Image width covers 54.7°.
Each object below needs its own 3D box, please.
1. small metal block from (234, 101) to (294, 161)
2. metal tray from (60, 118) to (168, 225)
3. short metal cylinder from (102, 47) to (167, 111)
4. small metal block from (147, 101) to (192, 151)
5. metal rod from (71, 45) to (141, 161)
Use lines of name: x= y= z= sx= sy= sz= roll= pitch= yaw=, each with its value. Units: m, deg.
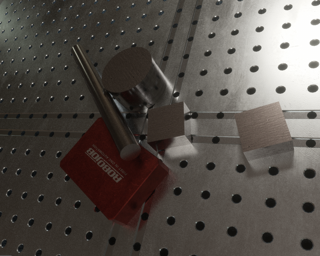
small metal block: x=0.115 y=0.004 z=0.345 sx=0.050 sy=0.025 sz=0.050 roll=-17 pitch=55 yaw=18
metal tray: x=-0.064 y=0.051 z=0.406 sx=0.130 sy=0.030 sz=0.090 roll=33 pitch=80 yaw=38
short metal cylinder: x=-0.037 y=-0.071 z=0.454 sx=0.080 sy=0.050 sz=0.080 roll=-13 pitch=56 yaw=20
small metal block: x=0.012 y=-0.002 z=0.402 sx=0.050 sy=0.025 sz=0.050 roll=-12 pitch=57 yaw=21
metal rod: x=-0.093 y=-0.057 z=0.465 sx=0.025 sy=0.025 sz=0.300 roll=-38 pitch=44 yaw=3
